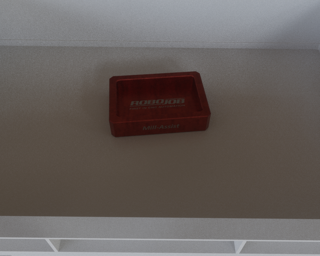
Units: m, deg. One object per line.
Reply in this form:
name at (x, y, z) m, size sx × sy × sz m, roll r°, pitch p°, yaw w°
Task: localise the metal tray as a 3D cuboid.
metal tray at (-0.003, -0.035, 0.431) m, size 0.131 × 0.030 × 0.090 m, roll -4°, pitch 50°, yaw -4°
